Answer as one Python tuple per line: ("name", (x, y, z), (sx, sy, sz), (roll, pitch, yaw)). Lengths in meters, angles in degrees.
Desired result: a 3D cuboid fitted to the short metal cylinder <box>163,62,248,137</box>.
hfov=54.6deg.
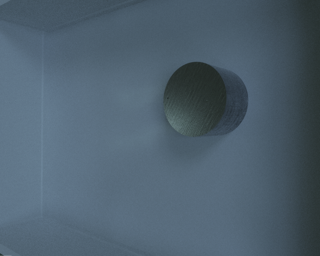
("short metal cylinder", (0.051, -0.031, 0.349), (0.080, 0.050, 0.080), (0, 90, 40))
